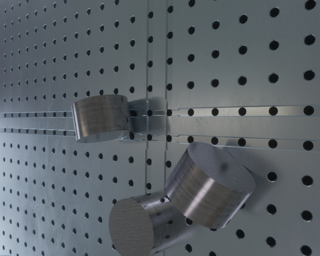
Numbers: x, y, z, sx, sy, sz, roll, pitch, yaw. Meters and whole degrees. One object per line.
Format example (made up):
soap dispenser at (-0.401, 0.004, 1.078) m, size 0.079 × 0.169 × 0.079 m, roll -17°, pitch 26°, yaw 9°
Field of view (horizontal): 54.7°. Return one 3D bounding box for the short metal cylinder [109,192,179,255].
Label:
short metal cylinder at (-0.022, 0.129, 0.411) m, size 0.080 × 0.050 × 0.079 m, roll 0°, pitch 90°, yaw 40°

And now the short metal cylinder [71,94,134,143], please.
short metal cylinder at (-0.081, -0.011, 0.441) m, size 0.080 × 0.081 × 0.050 m, roll -18°, pitch 79°, yaw 38°

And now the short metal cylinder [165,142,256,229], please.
short metal cylinder at (0.053, 0.059, 0.330) m, size 0.080 × 0.081 × 0.050 m, roll 44°, pitch 116°, yaw 31°
